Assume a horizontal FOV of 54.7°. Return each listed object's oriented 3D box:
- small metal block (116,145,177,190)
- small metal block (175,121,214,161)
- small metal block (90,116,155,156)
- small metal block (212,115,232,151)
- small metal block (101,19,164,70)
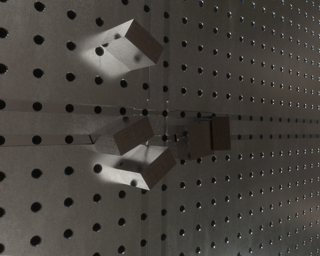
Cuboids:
[{"bbox_3d":[-0.017,0.047,0.381,0.050,0.050,0.025,-41,116,-32],"label":"small metal block"},{"bbox_3d":[0.052,0.017,0.455,0.050,0.025,0.050,-10,97,-40],"label":"small metal block"},{"bbox_3d":[-0.044,0.008,0.358,0.050,0.050,0.025,-31,110,-36],"label":"small metal block"},{"bbox_3d":[0.097,0.006,0.477,0.050,0.025,0.050,-15,102,-74],"label":"small metal block"},{"bbox_3d":[-0.033,-0.097,0.367,0.050,0.050,0.025,36,68,-35],"label":"small metal block"}]
